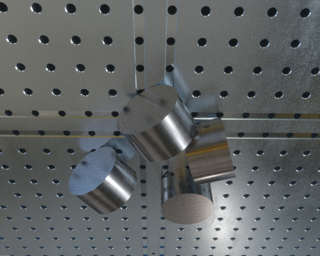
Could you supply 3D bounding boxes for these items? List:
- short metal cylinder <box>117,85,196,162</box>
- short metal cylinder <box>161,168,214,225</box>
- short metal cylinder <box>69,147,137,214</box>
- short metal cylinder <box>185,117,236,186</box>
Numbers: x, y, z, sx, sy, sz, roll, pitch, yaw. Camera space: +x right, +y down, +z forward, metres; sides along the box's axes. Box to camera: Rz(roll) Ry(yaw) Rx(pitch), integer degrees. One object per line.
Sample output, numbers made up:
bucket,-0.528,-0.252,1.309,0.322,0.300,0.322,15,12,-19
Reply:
short metal cylinder,-0.004,-0.006,0.370,0.080,0.080,0.050,-22,127,17
short metal cylinder,0.042,0.108,0.488,0.081,0.050,0.079,-1,130,0
short metal cylinder,-0.080,0.073,0.437,0.080,0.080,0.050,-25,126,19
short metal cylinder,0.064,0.030,0.402,0.050,0.080,0.080,-14,129,11
